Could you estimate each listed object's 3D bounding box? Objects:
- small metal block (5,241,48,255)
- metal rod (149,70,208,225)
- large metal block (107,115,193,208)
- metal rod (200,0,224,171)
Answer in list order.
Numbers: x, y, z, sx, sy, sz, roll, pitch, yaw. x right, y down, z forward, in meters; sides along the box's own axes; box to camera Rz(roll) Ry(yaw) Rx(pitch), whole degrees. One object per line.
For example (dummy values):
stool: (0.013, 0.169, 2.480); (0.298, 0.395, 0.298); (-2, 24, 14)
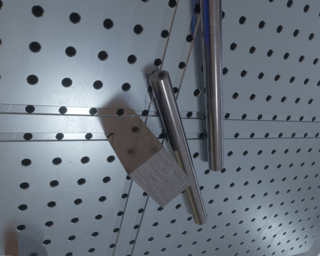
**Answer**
small metal block: (-0.177, 0.187, 0.415); (0.025, 0.050, 0.050); (-44, 130, 2)
metal rod: (0.036, 0.050, 0.463); (0.025, 0.025, 0.299); (-27, 128, -12)
large metal block: (-0.013, 0.042, 0.396); (0.050, 0.080, 0.080); (-39, 130, -2)
metal rod: (0.071, -0.059, 0.415); (0.025, 0.025, 0.298); (-21, 127, -16)
